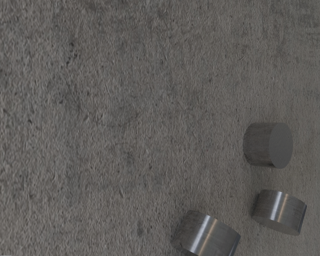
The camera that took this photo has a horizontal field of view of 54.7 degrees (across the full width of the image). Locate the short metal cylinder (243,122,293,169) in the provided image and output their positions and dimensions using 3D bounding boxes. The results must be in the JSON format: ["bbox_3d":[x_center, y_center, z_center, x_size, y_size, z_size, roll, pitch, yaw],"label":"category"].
[{"bbox_3d":[0.192,0.030,0.549,0.081,0.050,0.080,0,90,-40],"label":"short metal cylinder"}]

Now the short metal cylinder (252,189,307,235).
[{"bbox_3d":[0.209,0.148,0.545,0.080,0.080,0.050,39,66,-33],"label":"short metal cylinder"}]

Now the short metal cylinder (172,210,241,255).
[{"bbox_3d":[0.063,0.155,0.422,0.080,0.080,0.050,45,63,-31],"label":"short metal cylinder"}]
